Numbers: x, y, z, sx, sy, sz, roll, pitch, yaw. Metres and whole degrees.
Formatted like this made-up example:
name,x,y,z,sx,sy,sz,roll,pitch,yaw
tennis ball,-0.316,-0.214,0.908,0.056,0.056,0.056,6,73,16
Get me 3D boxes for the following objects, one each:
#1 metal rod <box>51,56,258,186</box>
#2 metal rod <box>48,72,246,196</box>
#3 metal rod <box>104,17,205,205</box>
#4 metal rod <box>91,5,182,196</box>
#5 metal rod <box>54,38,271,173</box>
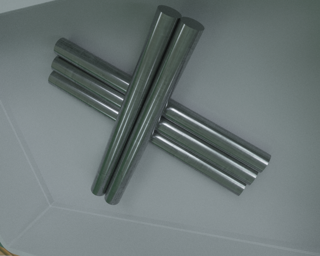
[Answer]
name,x,y,z,sx,sy,sz,roll,pitch,yaw
metal rod,-0.012,-0.015,0.404,0.301,0.025,0.025,30,128,8
metal rod,-0.022,0.002,0.419,0.301,0.025,0.025,30,128,8
metal rod,-0.021,0.004,0.389,0.025,0.025,0.298,32,129,7
metal rod,-0.043,-0.008,0.392,0.025,0.025,0.298,32,129,7
metal rod,-0.003,-0.033,0.388,0.301,0.025,0.025,30,128,8
